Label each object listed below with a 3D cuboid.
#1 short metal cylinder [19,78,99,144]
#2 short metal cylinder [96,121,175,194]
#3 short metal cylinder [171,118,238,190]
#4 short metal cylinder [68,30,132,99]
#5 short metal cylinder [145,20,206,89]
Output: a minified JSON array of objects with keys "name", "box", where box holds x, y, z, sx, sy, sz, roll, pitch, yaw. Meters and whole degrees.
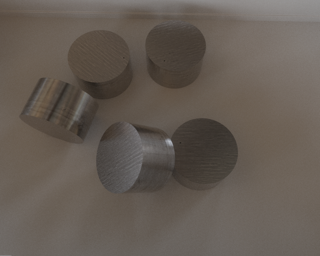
[{"name":"short metal cylinder","box":[-0.124,-0.020,0.386,0.080,0.080,0.050,17,71,6]},{"name":"short metal cylinder","box":[-0.030,0.035,0.361,0.080,0.050,0.080,-10,75,42]},{"name":"short metal cylinder","box":[0.051,0.034,0.385,0.081,0.050,0.080,0,70,0]},{"name":"short metal cylinder","box":[-0.080,-0.086,0.427,0.081,0.050,0.080,0,70,0]},{"name":"short metal cylinder","box":[0.021,-0.102,0.434,0.081,0.050,0.080,0,70,0]}]
